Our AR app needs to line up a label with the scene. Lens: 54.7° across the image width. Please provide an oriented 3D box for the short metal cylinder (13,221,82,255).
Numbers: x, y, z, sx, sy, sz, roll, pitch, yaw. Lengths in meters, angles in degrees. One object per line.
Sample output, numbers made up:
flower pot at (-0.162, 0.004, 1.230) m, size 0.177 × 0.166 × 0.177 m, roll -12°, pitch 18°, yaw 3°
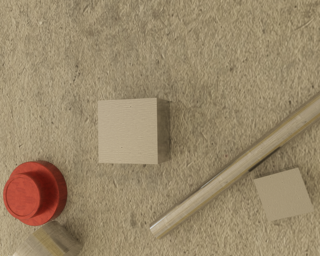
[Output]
short metal cylinder at (-0.158, 0.178, 0.434) m, size 0.050 × 0.080 × 0.080 m, roll 38°, pitch 102°, yaw 15°

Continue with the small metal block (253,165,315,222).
small metal block at (0.142, 0.075, 0.359) m, size 0.050 × 0.025 × 0.050 m, roll -20°, pitch 84°, yaw 18°

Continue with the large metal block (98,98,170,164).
large metal block at (-0.033, 0.004, 0.406) m, size 0.080 × 0.050 × 0.079 m, roll -1°, pitch 90°, yaw 19°

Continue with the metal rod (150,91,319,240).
metal rod at (0.104, 0.041, 0.372) m, size 0.299 × 0.025 × 0.025 m, roll -41°, pitch 77°, yaw 15°

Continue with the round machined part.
round machined part at (-0.194, 0.100, 0.466) m, size 0.098 × 0.042 × 0.097 m, roll 0°, pitch 90°, yaw 19°
